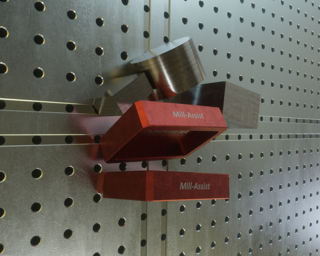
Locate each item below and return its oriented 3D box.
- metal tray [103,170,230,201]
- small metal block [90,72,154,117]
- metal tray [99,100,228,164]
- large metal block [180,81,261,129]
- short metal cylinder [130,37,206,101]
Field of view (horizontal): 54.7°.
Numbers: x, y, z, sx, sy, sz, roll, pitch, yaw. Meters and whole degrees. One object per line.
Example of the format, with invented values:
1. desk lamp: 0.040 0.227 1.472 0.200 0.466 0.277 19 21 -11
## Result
1. metal tray: 0.010 0.070 0.374 0.131 0.090 0.030 9 77 -40
2. small metal block: -0.044 -0.038 0.357 0.050 0.050 0.025 -43 117 -32
3. metal tray: 0.006 0.008 0.371 0.131 0.090 0.030 1 60 -40
4. large metal block: 0.085 -0.030 0.447 0.081 0.080 0.050 11 83 -40
5. short metal cylinder: 0.011 -0.074 0.384 0.080 0.080 0.050 -38 114 -34
